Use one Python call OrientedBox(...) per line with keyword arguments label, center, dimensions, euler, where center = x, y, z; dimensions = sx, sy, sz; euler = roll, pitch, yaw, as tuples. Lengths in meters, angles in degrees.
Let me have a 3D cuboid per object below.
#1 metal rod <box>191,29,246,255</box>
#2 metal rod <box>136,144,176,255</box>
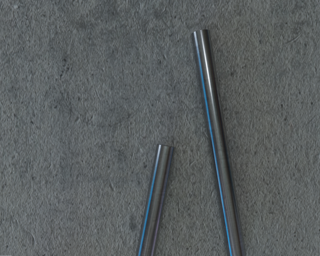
OrientedBox(label="metal rod", center=(0.078, 0.021, 0.410), dimensions=(0.025, 0.025, 0.298), euler=(-9, 90, 0))
OrientedBox(label="metal rod", center=(-0.020, 0.170, 0.409), dimensions=(0.025, 0.025, 0.298), euler=(11, 90, 0))
